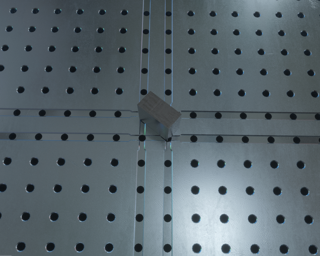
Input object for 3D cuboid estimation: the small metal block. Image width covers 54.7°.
[{"bbox_3d":[-0.001,-0.014,0.403,0.050,0.050,0.025,38,74,12],"label":"small metal block"}]
